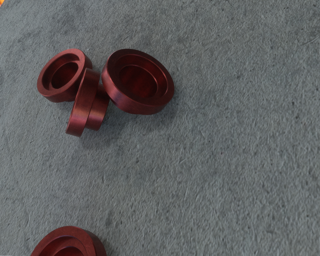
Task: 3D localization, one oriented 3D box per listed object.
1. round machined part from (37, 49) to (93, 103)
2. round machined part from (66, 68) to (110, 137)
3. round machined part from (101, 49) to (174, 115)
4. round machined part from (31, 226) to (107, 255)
[{"bbox_3d":[-0.155,-0.083,0.526,0.098,0.042,0.098,-13,56,21],"label":"round machined part"},{"bbox_3d":[-0.100,-0.033,0.445,0.098,0.042,0.098,-162,89,-73],"label":"round machined part"},{"bbox_3d":[-0.033,-0.058,0.423,0.042,0.099,0.098,-49,38,45],"label":"round machined part"},{"bbox_3d":[-0.099,0.163,0.345,0.098,0.042,0.098,-13,56,21],"label":"round machined part"}]
